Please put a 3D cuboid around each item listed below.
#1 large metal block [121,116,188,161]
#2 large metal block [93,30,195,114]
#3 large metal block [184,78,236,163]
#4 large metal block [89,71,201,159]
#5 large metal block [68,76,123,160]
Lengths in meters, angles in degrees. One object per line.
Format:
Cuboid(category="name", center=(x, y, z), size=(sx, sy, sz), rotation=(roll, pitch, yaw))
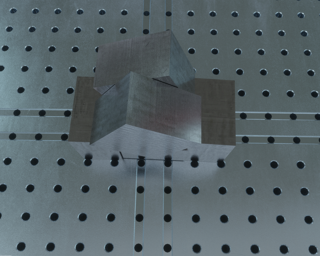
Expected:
Cuboid(category="large metal block", center=(-0.006, -0.005, 0.398), size=(0.081, 0.050, 0.080), rotation=(3, 70, 0))
Cuboid(category="large metal block", center=(-0.013, -0.053, 0.334), size=(0.080, 0.080, 0.050), rotation=(-6, 68, 22))
Cuboid(category="large metal block", center=(0.059, -0.006, 0.385), size=(0.050, 0.080, 0.080), rotation=(4, 70, 1))
Cuboid(category="large metal block", center=(-0.015, -0.007, 0.314), size=(0.081, 0.080, 0.050), rotation=(15, 66, -30))
Cuboid(category="large metal block", center=(-0.073, -0.009, 0.385), size=(0.050, 0.080, 0.080), rotation=(2, 70, 0))
